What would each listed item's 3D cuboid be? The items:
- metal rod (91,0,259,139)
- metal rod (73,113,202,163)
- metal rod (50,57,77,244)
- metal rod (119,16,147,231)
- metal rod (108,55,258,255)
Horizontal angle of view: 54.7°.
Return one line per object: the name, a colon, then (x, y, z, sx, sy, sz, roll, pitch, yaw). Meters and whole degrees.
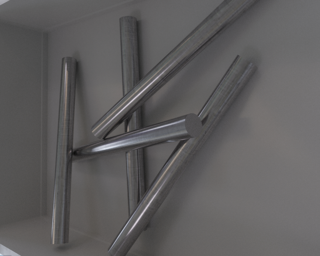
metal rod: (0.017, -0.079, 0.372, 0.299, 0.025, 0.025, -39, 66, 26)
metal rod: (-0.061, 0.023, 0.425, 0.299, 0.025, 0.025, -15, 80, 49)
metal rod: (-0.152, 0.025, 0.495, 0.025, 0.025, 0.299, -16, 68, 39)
metal rod: (-0.038, -0.007, 0.438, 0.025, 0.025, 0.298, -5, 87, 40)
metal rod: (0.017, 0.049, 0.374, 0.025, 0.025, 0.298, 43, 110, 31)
